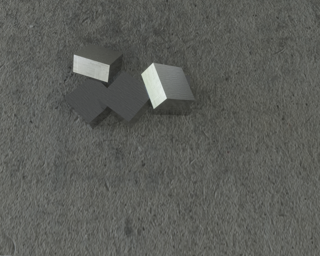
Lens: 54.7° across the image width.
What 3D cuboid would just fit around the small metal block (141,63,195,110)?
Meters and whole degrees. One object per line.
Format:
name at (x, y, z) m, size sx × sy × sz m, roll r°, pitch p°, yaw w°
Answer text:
small metal block at (0.011, -0.051, 0.388) m, size 0.050 × 0.025 × 0.050 m, roll -1°, pitch 64°, yaw -44°

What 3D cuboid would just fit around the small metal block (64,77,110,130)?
small metal block at (-0.091, -0.035, 0.421) m, size 0.050 × 0.025 × 0.050 m, roll -43°, pitch 76°, yaw -14°

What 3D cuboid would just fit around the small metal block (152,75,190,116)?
small metal block at (0.015, -0.045, 0.426) m, size 0.050 × 0.025 × 0.050 m, roll 2°, pitch 70°, yaw 0°

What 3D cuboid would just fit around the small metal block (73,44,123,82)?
small metal block at (-0.085, -0.091, 0.429) m, size 0.050 × 0.025 × 0.050 m, roll 18°, pitch 34°, yaw 6°

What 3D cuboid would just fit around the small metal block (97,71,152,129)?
small metal block at (-0.042, -0.036, 0.394) m, size 0.050 × 0.025 × 0.050 m, roll 36°, pitch 74°, yaw 12°
